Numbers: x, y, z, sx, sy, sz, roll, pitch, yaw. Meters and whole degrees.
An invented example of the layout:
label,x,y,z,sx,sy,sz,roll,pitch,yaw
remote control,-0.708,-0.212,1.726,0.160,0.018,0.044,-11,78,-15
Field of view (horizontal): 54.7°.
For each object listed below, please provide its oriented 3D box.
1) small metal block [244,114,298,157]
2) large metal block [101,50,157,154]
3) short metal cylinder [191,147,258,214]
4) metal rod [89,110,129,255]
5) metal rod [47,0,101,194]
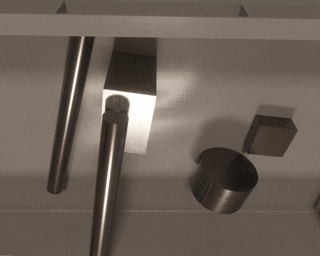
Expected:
label,x,y,z,sx,sy,sz,roll,pitch,yaw
small metal block,0.149,0.011,0.421,0.050,0.025,0.050,6,130,-6
large metal block,-0.035,-0.029,0.348,0.050,0.080,0.079,7,130,-6
short metal cylinder,0.090,0.073,0.437,0.081,0.080,0.050,9,129,-9
metal rod,-0.069,0.113,0.373,0.025,0.025,0.298,8,122,-7
metal rod,-0.117,-0.014,0.395,0.025,0.025,0.298,14,129,-12
